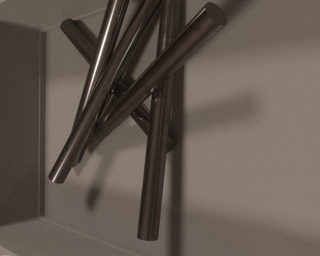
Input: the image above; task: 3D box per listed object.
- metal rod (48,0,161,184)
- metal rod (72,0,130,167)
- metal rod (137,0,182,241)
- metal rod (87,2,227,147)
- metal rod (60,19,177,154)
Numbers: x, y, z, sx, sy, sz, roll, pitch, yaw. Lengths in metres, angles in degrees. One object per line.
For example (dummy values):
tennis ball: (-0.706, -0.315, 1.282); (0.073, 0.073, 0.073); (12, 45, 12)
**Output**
metal rod: (-0.082, -0.046, 0.435); (0.025, 0.025, 0.298); (40, 107, 32)
metal rod: (-0.099, -0.058, 0.456); (0.025, 0.025, 0.298); (45, 126, 30)
metal rod: (0.000, -0.018, 0.378); (0.025, 0.025, 0.298); (1, 83, 39)
metal rod: (-0.030, -0.040, 0.382); (0.299, 0.025, 0.025); (-37, 67, 49)
metal rod: (-0.074, -0.076, 0.465); (0.300, 0.025, 0.025); (50, 119, 28)
